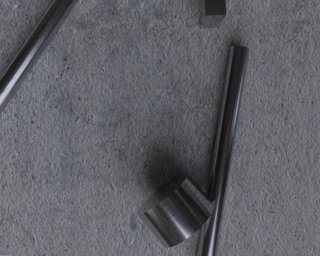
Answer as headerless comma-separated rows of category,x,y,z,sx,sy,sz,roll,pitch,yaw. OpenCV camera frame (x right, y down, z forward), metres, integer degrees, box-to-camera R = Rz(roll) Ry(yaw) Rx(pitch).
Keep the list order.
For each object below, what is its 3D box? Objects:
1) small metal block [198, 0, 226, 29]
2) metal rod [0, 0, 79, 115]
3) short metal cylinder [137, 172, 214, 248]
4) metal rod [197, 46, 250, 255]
small metal block,0.066,-0.161,0.398,0.025,0.050,0.050,-4,90,0
metal rod,-0.197,-0.061,0.408,0.025,0.025,0.299,34,90,0
short metal cylinder,0.019,0.099,0.383,0.080,0.080,0.050,-38,90,0
metal rod,0.082,0.042,0.410,0.025,0.025,0.298,9,90,0
